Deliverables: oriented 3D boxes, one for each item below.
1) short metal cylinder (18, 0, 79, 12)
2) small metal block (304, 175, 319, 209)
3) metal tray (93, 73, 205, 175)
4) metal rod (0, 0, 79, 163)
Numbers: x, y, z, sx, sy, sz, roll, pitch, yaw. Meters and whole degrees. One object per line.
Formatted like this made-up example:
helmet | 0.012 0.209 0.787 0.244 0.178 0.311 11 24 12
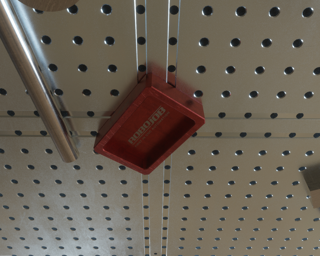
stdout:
short metal cylinder | -0.096 -0.149 0.267 0.081 0.050 0.079 0 130 0
small metal block | 0.267 0.100 0.500 0.050 0.025 0.050 -18 128 15
metal tray | -0.016 0.001 0.408 0.090 0.030 0.129 29 124 -23
metal rod | -0.150 -0.071 0.349 0.025 0.025 0.298 -7 130 5
